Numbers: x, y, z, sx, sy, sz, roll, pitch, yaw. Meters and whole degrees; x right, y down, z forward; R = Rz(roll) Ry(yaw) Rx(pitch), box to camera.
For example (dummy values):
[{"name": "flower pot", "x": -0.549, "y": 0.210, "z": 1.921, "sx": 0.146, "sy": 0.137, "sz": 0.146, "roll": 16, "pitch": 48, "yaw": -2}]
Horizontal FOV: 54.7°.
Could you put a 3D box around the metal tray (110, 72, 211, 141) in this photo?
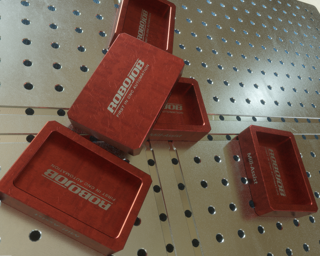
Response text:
[{"name": "metal tray", "x": -0.001, "y": -0.030, "z": 0.424, "sx": 0.131, "sy": 0.030, "sz": 0.090, "roll": 3, "pitch": 60, "yaw": -27}]

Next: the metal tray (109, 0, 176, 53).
[{"name": "metal tray", "x": -0.024, "y": -0.164, "z": 0.493, "sx": 0.091, "sy": 0.030, "sz": 0.130, "roll": 18, "pitch": 55, "yaw": -18}]

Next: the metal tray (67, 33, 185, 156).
[{"name": "metal tray", "x": -0.037, "y": -0.043, "z": 0.374, "sx": 0.090, "sy": 0.030, "sz": 0.130, "roll": 26, "pitch": 70, "yaw": 5}]

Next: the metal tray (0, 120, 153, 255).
[{"name": "metal tray", "x": -0.083, "y": 0.061, "z": 0.323, "sx": 0.130, "sy": 0.030, "sz": 0.090, "roll": 31, "pitch": 51, "yaw": -8}]

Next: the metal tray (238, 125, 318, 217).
[{"name": "metal tray", "x": 0.173, "y": 0.063, "z": 0.461, "sx": 0.091, "sy": 0.030, "sz": 0.130, "roll": 9, "pitch": 58, "yaw": -24}]
